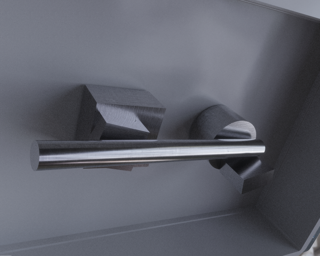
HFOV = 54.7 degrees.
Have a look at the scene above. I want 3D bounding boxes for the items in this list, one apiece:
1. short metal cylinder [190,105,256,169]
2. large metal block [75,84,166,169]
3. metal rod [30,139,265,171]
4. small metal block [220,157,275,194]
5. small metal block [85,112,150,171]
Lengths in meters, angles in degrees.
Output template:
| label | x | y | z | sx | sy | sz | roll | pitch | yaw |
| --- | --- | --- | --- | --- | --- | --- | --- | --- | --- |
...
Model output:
| label | x | y | z | sx | sy | sz | roll | pitch | yaw |
| --- | --- | --- | --- | --- | --- | --- | --- | --- | --- |
| short metal cylinder | 0.091 | 0.013 | 0.450 | 0.081 | 0.050 | 0.079 | -14 | 125 | -21 |
| large metal block | -0.049 | -0.001 | 0.363 | 0.081 | 0.050 | 0.079 | 3 | 117 | -30 |
| metal rod | 0.018 | 0.025 | 0.342 | 0.302 | 0.025 | 0.025 | 1 | 118 | -38 |
| small metal block | 0.119 | 0.059 | 0.428 | 0.050 | 0.050 | 0.025 | -14 | 124 | -21 |
| small metal block | -0.047 | 0.015 | 0.327 | 0.050 | 0.025 | 0.050 | 14 | 111 | -34 |
